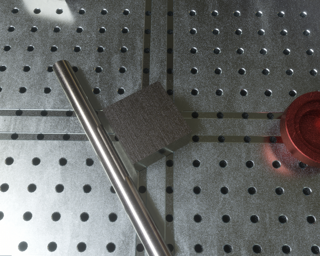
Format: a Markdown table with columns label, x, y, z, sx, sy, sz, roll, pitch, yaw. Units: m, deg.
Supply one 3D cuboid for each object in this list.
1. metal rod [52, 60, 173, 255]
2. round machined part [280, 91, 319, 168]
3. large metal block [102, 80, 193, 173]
| label | x | y | z | sx | sy | sz | roll | pitch | yaw |
| --- | --- | --- | --- | --- | --- | --- | --- | --- | --- |
| metal rod | -0.068 | 0.034 | 0.398 | 0.025 | 0.025 | 0.299 | -28 | 73 | -10 |
| round machined part | 0.205 | 0.005 | 0.402 | 0.099 | 0.042 | 0.098 | 0 | 70 | 0 |
| large metal block | -0.016 | -0.001 | 0.399 | 0.080 | 0.050 | 0.080 | -29 | 73 | -10 |
